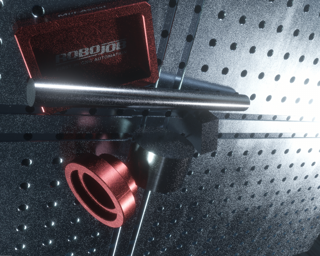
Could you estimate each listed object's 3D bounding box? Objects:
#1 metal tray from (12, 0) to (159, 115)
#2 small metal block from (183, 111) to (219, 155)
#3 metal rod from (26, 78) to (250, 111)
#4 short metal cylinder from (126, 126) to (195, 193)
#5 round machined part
[{"bbox_3d":[-0.070,-0.076,0.323,0.131,0.030,0.089,-19,126,-17],"label":"metal tray"},{"bbox_3d":[0.055,0.000,0.427,0.025,0.050,0.050,-16,125,-20],"label":"small metal block"},{"bbox_3d":[0.006,-0.034,0.363,0.302,0.025,0.025,-2,120,-39],"label":"metal rod"},{"bbox_3d":[-0.001,0.039,0.401,0.081,0.080,0.050,2,117,-30],"label":"short metal cylinder"},{"bbox_3d":[-0.067,0.070,0.380,0.042,0.098,0.097,-40,136,-39],"label":"round machined part"}]
